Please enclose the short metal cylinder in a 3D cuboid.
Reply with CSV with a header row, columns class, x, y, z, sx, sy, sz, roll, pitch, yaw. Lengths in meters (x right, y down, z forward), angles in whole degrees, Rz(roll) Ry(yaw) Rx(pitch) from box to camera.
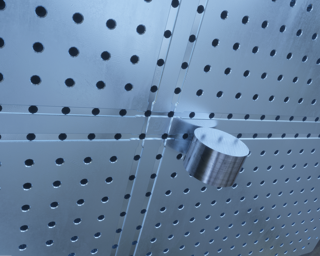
class,x,y,z,sx,sy,sz,roll,pitch,yaw
short metal cylinder,0.079,0.040,0.442,0.081,0.080,0.050,4,116,-30
